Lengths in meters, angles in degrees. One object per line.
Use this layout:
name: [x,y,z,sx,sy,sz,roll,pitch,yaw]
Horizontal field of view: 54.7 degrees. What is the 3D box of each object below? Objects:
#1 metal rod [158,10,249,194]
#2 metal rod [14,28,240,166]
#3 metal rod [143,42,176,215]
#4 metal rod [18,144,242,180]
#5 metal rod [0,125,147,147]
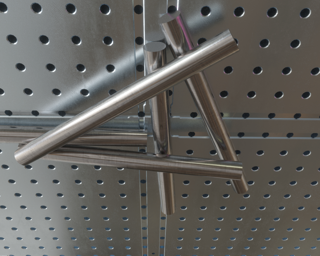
metal rod: [0.069,-0.009,0.404,0.025,0.025,0.299,-19,128,15]
metal rod: [-0.054,-0.025,0.355,0.300,0.025,0.025,-26,126,20]
metal rod: [0.004,0.025,0.432,0.025,0.025,0.298,-3,130,2]
metal rod: [-0.043,0.043,0.421,0.302,0.025,0.025,5,130,5]
metal rod: [-0.168,0.009,0.417,0.302,0.025,0.025,2,130,-2]
